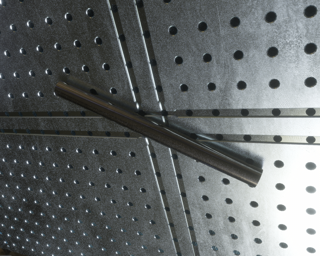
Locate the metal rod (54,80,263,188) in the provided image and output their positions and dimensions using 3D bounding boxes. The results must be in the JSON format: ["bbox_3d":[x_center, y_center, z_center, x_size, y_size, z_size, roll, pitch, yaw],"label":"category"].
[{"bbox_3d":[-0.011,0.002,0.417,0.301,0.025,0.025,24,127,12],"label":"metal rod"}]
